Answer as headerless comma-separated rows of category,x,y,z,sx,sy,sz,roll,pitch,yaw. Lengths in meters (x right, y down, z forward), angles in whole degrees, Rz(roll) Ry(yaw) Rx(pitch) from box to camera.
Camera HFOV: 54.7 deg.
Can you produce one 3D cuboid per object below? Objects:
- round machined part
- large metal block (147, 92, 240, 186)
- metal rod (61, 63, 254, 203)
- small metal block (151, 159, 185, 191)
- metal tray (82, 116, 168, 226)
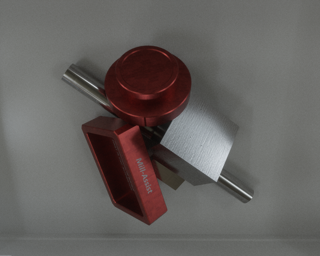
round machined part,-0.014,-0.054,0.349,0.099,0.098,0.042,-2,151,0
large metal block,0.039,0.014,0.381,0.080,0.050,0.080,35,63,-12
metal rod,0.006,0.014,0.415,0.301,0.025,0.025,35,106,-13
small metal block,0.008,0.049,0.414,0.050,0.050,0.025,36,106,-13
metal tray,-0.046,0.052,0.395,0.030,0.090,0.129,-31,113,-33
